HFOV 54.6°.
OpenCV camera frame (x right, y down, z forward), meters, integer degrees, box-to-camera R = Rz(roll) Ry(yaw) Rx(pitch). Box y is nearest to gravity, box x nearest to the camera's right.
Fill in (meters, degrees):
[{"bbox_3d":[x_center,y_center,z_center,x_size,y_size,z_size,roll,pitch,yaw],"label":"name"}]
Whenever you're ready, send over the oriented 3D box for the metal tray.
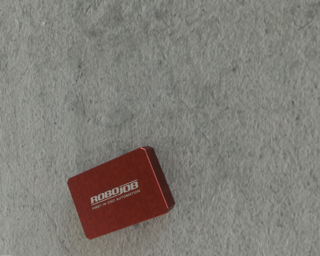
[{"bbox_3d":[-0.056,0.089,0.427,0.130,0.030,0.090,-24,82,18],"label":"metal tray"}]
